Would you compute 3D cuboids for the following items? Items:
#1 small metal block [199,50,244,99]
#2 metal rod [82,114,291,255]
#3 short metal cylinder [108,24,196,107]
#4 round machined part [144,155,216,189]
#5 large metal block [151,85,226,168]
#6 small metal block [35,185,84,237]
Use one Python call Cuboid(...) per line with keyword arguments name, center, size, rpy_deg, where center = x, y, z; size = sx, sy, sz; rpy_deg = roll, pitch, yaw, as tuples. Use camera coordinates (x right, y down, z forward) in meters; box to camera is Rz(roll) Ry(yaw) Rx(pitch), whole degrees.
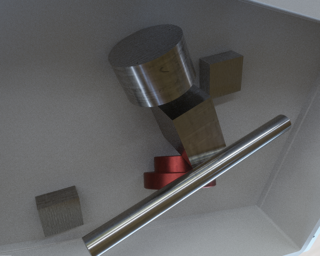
Cuboid(name="small metal block", center=(0.081, -0.070, 0.411), size=(0.050, 0.025, 0.050), rpy_deg=(-18, 126, -19))
Cuboid(name="metal rod", center=(0.050, 0.056, 0.370), size=(0.302, 0.025, 0.025), rpy_deg=(-28, 129, -24))
Cuboid(name="short metal cylinder", center=(-0.007, -0.067, 0.329), size=(0.080, 0.080, 0.050), rpy_deg=(-31, 129, -9))
Cuboid(name="round machined part", center=(0.027, 0.059, 0.427), size=(0.099, 0.098, 0.042), rpy_deg=(1, 83, -30))
Cuboid(name="large metal block", center=(0.030, -0.011, 0.384), size=(0.050, 0.080, 0.080), rpy_deg=(-32, 129, -9))
Cuboid(name="small metal block", center=(-0.131, 0.109, 0.406), size=(0.050, 0.025, 0.050), rpy_deg=(-14, 124, -21))
